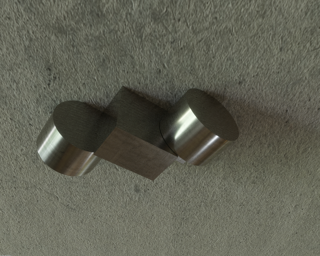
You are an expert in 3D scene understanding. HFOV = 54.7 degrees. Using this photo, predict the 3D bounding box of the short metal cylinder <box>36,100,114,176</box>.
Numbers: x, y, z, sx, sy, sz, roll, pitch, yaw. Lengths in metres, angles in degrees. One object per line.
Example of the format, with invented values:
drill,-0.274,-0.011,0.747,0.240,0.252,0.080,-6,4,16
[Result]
short metal cylinder,-0.103,0.012,0.382,0.080,0.080,0.050,28,125,-22

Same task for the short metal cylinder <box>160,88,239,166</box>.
short metal cylinder,0.047,-0.001,0.372,0.080,0.080,0.050,28,125,-22

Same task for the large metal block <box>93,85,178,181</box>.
large metal block,-0.027,0.006,0.378,0.080,0.080,0.050,28,124,-22

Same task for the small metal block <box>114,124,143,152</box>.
small metal block,-0.052,0.021,0.427,0.050,0.025,0.050,28,125,-22

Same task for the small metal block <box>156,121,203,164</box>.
small metal block,0.027,0.016,0.423,0.050,0.025,0.050,28,125,-22
